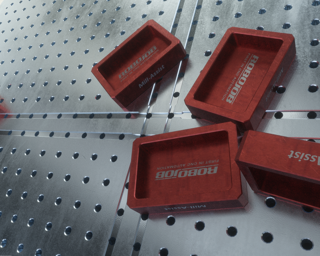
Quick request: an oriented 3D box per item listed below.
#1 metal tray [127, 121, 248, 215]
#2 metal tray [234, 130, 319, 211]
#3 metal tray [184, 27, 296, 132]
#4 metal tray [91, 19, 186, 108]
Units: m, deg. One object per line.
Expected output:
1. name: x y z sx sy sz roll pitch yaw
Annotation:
1. metal tray: 0.029 0.048 0.359 0.130 0.030 0.090 -11 57 22
2. metal tray: 0.139 0.046 0.265 0.130 0.090 0.030 13 69 33
3. metal tray: 0.101 -0.065 0.390 0.090 0.030 0.130 22 73 35
4. metal tray: -0.035 -0.103 0.484 0.130 0.030 0.090 -40 51 0
